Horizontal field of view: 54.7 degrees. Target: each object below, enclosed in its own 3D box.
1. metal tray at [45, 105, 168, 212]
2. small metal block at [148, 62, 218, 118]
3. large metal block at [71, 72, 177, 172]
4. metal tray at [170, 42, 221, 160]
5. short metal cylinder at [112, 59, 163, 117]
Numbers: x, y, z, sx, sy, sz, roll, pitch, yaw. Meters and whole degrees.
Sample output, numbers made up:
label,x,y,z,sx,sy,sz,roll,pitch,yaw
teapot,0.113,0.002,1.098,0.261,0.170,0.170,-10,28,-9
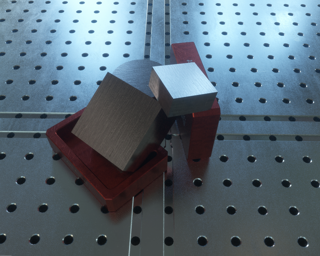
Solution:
label,x,y,z,sx,sy,sz,roll,pitch,yaw
metal tray,-0.065,0.026,0.380,0.091,0.030,0.130,-36,59,-27
small metal block,0.023,-0.041,0.320,0.050,0.025,0.050,-11,51,-24
large metal block,-0.039,-0.005,0.355,0.080,0.050,0.080,32,92,23
metal tray,0.039,-0.036,0.396,0.030,0.089,0.130,-7,51,-6
short metal cylinder,-0.026,-0.051,0.434,0.081,0.050,0.080,0,50,0
